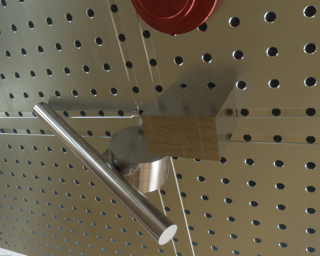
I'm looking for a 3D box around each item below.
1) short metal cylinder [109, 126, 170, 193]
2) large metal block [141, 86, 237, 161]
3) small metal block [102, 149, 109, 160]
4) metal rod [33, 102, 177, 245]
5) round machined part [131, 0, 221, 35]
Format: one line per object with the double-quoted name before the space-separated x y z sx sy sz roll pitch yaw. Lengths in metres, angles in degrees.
"short metal cylinder" -0.027 0.040 0.413 0.080 0.080 0.050 18 126 17
"large metal block" 0.037 -0.009 0.350 0.080 0.080 0.050 3 120 26
"small metal block" -0.061 0.062 0.480 0.050 0.025 0.050 10 123 22
"metal rod" -0.090 0.039 0.403 0.300 0.025 0.025 35 133 37
"round machined part" 0.010 -0.141 0.306 0.098 0.042 0.097 13 124 20
